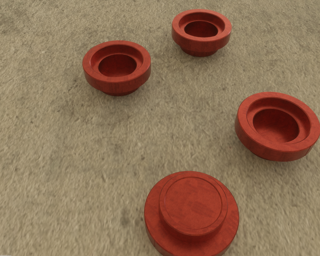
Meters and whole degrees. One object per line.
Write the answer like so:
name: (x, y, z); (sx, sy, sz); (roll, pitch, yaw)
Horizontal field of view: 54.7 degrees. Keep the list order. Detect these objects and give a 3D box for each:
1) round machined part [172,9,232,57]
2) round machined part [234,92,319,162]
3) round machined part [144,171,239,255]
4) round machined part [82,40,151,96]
round machined part: (0.069, -0.158, 0.526); (0.099, 0.042, 0.098); (0, 50, 0)
round machined part: (0.144, 0.003, 0.392); (0.099, 0.042, 0.098); (0, 50, 0)
round machined part: (0.033, 0.086, 0.321); (0.099, 0.042, 0.098); (0, 50, 0)
round machined part: (-0.062, -0.085, 0.463); (0.099, 0.042, 0.098); (0, 50, 0)
